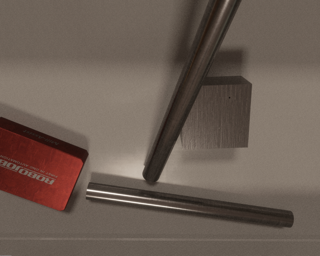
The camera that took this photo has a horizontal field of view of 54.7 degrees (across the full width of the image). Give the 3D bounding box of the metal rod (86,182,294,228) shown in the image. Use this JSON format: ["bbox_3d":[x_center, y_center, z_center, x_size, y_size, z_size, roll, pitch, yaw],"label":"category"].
[{"bbox_3d":[0.046,0.113,0.453,0.302,0.025,0.025,9,110,-4],"label":"metal rod"}]

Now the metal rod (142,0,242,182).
[{"bbox_3d":[0.026,-0.033,0.334,0.025,0.025,0.298,15,135,-6],"label":"metal rod"}]

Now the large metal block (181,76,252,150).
[{"bbox_3d":[0.067,-0.021,0.391,0.081,0.050,0.079,-2,110,0],"label":"large metal block"}]

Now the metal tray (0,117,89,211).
[{"bbox_3d":[-0.176,0.051,0.425,0.131,0.030,0.089,23,108,-9],"label":"metal tray"}]
